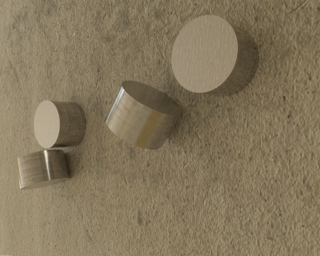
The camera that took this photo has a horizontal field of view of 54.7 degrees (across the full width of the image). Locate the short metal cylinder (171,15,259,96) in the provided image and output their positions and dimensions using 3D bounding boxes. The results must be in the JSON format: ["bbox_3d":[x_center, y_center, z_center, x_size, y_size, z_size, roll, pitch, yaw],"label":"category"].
[{"bbox_3d":[0.060,-0.076,0.339,0.080,0.050,0.080,0,90,40],"label":"short metal cylinder"}]

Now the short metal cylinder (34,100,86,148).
[{"bbox_3d":[-0.172,-0.006,0.531,0.080,0.050,0.080,0,90,40],"label":"short metal cylinder"}]

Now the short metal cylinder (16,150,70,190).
[{"bbox_3d":[-0.203,0.073,0.537,0.080,0.081,0.050,-24,75,37],"label":"short metal cylinder"}]

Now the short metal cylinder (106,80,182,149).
[{"bbox_3d":[-0.020,-0.017,0.386,0.080,0.081,0.050,42,116,32],"label":"short metal cylinder"}]
